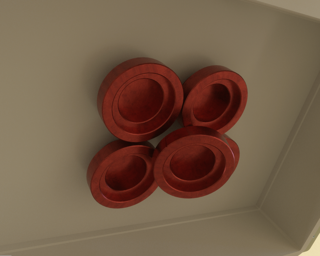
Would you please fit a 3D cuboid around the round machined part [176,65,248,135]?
[{"bbox_3d":[0.063,-0.036,0.409,0.099,0.042,0.097,-14,125,-21],"label":"round machined part"}]

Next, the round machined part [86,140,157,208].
[{"bbox_3d":[-0.047,0.054,0.404,0.099,0.042,0.097,-14,125,-21],"label":"round machined part"}]

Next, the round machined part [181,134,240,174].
[{"bbox_3d":[0.066,0.046,0.462,0.099,0.042,0.097,-14,125,-21],"label":"round machined part"}]

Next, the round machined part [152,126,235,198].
[{"bbox_3d":[0.039,0.038,0.387,0.099,0.042,0.097,-3,122,-5],"label":"round machined part"}]

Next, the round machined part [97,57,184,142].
[{"bbox_3d":[-0.025,-0.035,0.361,0.099,0.042,0.097,-14,125,-21],"label":"round machined part"}]
